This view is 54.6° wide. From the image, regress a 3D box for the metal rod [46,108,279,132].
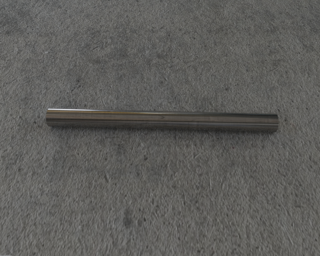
[{"bbox_3d":[0.002,-0.010,0.414,0.302,0.025,0.025,1,50,1],"label":"metal rod"}]
